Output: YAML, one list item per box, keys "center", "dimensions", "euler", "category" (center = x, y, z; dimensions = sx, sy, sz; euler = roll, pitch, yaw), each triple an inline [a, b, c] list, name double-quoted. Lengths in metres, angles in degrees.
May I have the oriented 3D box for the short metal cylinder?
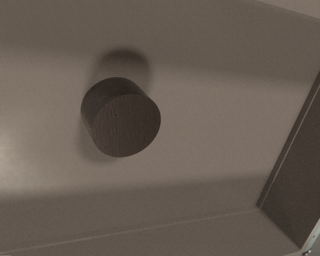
- center: [-0.046, -0.013, 0.361]
  dimensions: [0.081, 0.050, 0.079]
  euler: [-14, 125, -21]
  category: "short metal cylinder"
